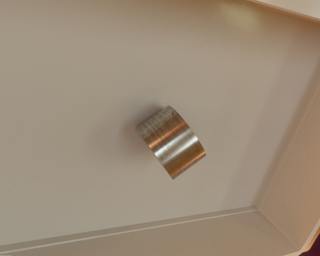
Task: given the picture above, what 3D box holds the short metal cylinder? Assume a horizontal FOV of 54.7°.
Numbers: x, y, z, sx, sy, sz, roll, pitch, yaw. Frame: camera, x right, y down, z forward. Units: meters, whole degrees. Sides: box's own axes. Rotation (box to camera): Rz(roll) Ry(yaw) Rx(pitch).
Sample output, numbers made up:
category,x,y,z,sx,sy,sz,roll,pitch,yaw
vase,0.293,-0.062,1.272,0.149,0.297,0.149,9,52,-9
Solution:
category,x,y,z,sx,sy,sz,roll,pitch,yaw
short metal cylinder,0.013,0.018,0.390,0.050,0.080,0.080,-36,130,-5
